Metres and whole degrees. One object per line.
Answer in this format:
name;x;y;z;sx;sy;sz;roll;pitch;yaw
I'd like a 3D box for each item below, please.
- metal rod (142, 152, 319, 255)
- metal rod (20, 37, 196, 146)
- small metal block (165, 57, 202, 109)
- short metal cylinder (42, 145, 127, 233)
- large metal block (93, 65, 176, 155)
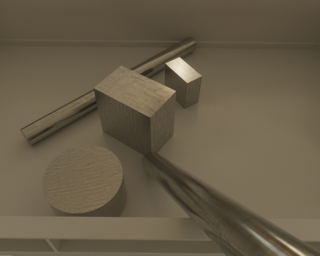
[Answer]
metal rod;0.022;0.048;0.229;0.025;0.300;0.025;-1;93;-12
metal rod;-0.059;-0.065;0.458;0.302;0.025;0.025;-35;59;-26
small metal block;0.032;-0.064;0.443;0.025;0.050;0.050;-28;56;-22
short metal cylinder;-0.078;0.065;0.333;0.081;0.050;0.080;0;50;0
large metal block;-0.029;-0.019;0.385;0.080;0.080;0.050;28;55;21
